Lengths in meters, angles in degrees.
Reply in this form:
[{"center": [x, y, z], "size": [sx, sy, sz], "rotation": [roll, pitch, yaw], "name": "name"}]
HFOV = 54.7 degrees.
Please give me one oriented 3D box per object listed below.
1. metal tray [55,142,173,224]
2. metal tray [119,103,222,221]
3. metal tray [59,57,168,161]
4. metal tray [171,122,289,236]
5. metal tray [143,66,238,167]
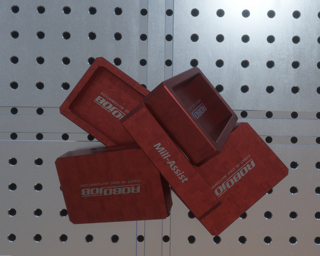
[{"center": [-0.057, 0.069, 0.386], "size": [0.130, 0.030, 0.089], "rotation": [-8, 101, 14], "name": "metal tray"}, {"center": [0.011, 0.034, 0.350], "size": [0.030, 0.090, 0.130], "rotation": [-38, 91, 0], "name": "metal tray"}, {"center": [-0.052, -0.020, 0.410], "size": [0.130, 0.030, 0.090], "rotation": [36, 90, -1], "name": "metal tray"}, {"center": [0.090, 0.065, 0.411], "size": [0.130, 0.030, 0.090], "rotation": [-41, 91, -1], "name": "metal tray"}, {"center": [0.043, -0.021, 0.362], "size": [0.030, 0.131, 0.090], "rotation": [-38, 90, 28], "name": "metal tray"}]
